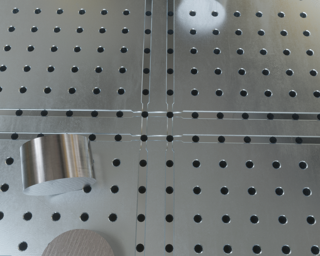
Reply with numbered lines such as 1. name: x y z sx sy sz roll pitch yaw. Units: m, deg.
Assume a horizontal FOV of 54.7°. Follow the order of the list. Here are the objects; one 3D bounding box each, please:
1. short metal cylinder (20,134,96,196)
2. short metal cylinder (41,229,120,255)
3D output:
1. short metal cylinder: -0.120 0.045 0.365 0.081 0.080 0.050 -12 71 -4
2. short metal cylinder: -0.086 0.154 0.341 0.081 0.050 0.080 0 70 0
